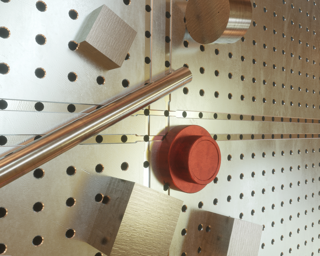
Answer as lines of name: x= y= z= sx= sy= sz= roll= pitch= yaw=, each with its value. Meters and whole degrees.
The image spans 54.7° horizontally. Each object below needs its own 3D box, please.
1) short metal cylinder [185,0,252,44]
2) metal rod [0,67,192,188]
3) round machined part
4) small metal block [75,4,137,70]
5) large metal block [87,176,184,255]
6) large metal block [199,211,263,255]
short metal cylinder: x=0.082 y=-0.161 z=0.442 sx=0.050 sy=0.080 sz=0.079 roll=-13 pitch=99 yaw=-39
metal rod: x=-0.068 y=-0.009 z=0.351 sx=0.302 sy=0.025 sz=0.025 roll=-32 pitch=110 yaw=-35
round machined part: x=0.049 y=0.044 z=0.439 sx=0.099 sy=0.042 sz=0.097 roll=0 pitch=90 yaw=-40
small metal block: x=-0.061 y=-0.103 z=0.358 sx=0.050 sy=0.025 sz=0.050 roll=34 pitch=69 yaw=-35
large metal block: x=-0.027 y=0.111 z=0.370 sx=0.080 sy=0.050 sz=0.080 roll=30 pitch=72 yaw=-36
large metal block: x=0.112 y=0.182 z=0.487 sx=0.080 sy=0.050 sz=0.080 roll=25 pitch=75 yaw=-37
